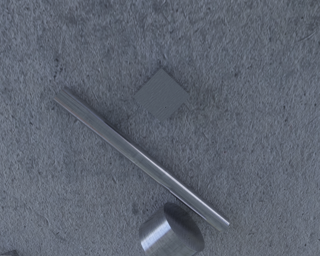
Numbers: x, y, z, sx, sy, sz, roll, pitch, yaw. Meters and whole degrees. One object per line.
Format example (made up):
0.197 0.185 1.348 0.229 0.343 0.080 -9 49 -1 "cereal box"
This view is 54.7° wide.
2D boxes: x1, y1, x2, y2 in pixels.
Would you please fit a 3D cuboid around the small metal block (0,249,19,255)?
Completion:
-0.245 0.228 0.491 0.050 0.025 0.050 -21 109 7 "small metal block"

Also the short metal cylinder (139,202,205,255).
0.017 0.153 0.437 0.080 0.080 0.050 42 105 -14 "short metal cylinder"

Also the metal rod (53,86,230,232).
-0.016 0.050 0.428 0.300 0.025 0.025 40 105 -14 "metal rod"

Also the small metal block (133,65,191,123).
0.002 -0.043 0.394 0.050 0.025 0.050 42 105 -14 "small metal block"
